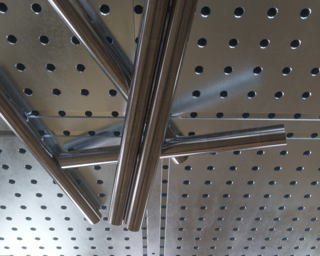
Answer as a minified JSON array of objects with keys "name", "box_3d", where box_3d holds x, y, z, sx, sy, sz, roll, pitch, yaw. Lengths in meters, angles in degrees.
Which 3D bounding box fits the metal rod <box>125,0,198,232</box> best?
[{"name":"metal rod","box_3d":[-0.005,0.001,0.364,0.025,0.025,0.298,9,115,-8]}]

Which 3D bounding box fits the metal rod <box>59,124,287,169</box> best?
[{"name":"metal rod","box_3d":[0.002,0.027,0.401,0.301,0.025,0.025,-8,131,19]}]

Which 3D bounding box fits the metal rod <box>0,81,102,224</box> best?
[{"name":"metal rod","box_3d":[-0.159,0.050,0.452,0.025,0.025,0.299,-14,129,11]}]

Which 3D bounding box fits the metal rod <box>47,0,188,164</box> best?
[{"name":"metal rod","box_3d":[-0.044,-0.057,0.362,0.025,0.025,0.300,-24,127,18]}]

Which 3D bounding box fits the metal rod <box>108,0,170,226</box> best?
[{"name":"metal rod","box_3d":[-0.031,-0.002,0.368,0.025,0.025,0.298,9,117,-8]}]
